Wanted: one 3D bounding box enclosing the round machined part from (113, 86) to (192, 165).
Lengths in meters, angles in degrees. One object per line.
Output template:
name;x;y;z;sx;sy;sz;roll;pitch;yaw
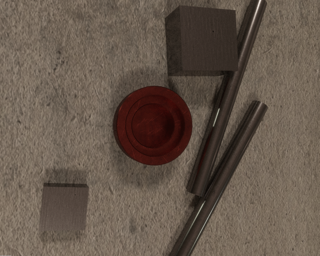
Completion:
round machined part;-0.012;-0.003;0.397;0.099;0.042;0.097;0;90;-21

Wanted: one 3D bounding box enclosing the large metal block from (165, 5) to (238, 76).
large metal block;0.055;-0.113;0.417;0.081;0.050;0.079;-4;91;-20

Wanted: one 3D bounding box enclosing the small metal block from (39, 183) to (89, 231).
small metal block;-0.114;0.093;0.368;0.050;0.025;0.050;6;88;-20

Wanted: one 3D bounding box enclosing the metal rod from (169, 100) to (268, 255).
metal rod;0.075;0.092;0.438;0.025;0.025;0.300;34;79;-17

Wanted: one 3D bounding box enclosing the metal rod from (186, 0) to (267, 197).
metal rod;0.098;-0.048;0.446;0.025;0.025;0.299;22;83;-19
